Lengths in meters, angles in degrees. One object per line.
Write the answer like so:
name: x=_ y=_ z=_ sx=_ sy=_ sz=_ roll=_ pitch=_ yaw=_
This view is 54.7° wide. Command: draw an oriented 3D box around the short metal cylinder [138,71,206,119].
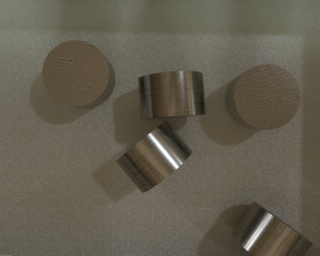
short metal cylinder: x=0.015 y=-0.038 z=0.384 sx=0.080 sy=0.080 sz=0.050 roll=-4 pitch=90 yaw=0

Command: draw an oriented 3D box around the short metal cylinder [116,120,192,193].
short metal cylinder: x=-0.007 y=0.035 z=0.384 sx=0.080 sy=0.080 sz=0.050 roll=-39 pitch=90 yaw=0

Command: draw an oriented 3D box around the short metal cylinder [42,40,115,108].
short metal cylinder: x=-0.101 y=-0.066 z=0.398 sx=0.081 sy=0.050 sz=0.080 roll=0 pitch=90 yaw=0

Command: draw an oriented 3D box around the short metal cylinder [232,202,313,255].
short metal cylinder: x=0.138 y=0.137 z=0.385 sx=0.080 sy=0.080 sz=0.050 roll=35 pitch=90 yaw=0

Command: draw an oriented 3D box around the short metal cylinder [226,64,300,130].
short metal cylinder: x=0.130 y=-0.038 z=0.400 sx=0.081 sy=0.050 sz=0.080 roll=0 pitch=90 yaw=0
